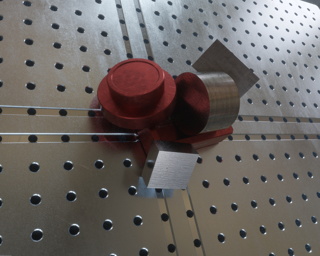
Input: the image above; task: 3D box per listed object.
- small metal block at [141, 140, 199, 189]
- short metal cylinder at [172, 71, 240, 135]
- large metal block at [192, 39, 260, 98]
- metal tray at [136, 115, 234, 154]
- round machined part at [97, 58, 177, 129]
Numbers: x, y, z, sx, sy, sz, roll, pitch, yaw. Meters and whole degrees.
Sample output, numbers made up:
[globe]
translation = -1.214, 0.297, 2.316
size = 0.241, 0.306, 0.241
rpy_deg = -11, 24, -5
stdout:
[small metal block]
translation = 0.011, 0.044, 0.364
size = 0.050, 0.050, 0.025
rpy_deg = 7, 24, -24
[short metal cylinder]
translation = 0.056, -0.033, 0.403
size = 0.050, 0.080, 0.080
rpy_deg = -9, 67, -33
[large metal block]
translation = 0.098, -0.083, 0.466
size = 0.080, 0.050, 0.080
rpy_deg = 44, 15, 1
[metal tray]
translation = 0.029, -0.014, 0.427
size = 0.131, 0.030, 0.090
rpy_deg = -12, 68, -33
[round machined part]
translation = -0.029, -0.049, 0.383
size = 0.099, 0.042, 0.098
rpy_deg = -1, 51, 1
